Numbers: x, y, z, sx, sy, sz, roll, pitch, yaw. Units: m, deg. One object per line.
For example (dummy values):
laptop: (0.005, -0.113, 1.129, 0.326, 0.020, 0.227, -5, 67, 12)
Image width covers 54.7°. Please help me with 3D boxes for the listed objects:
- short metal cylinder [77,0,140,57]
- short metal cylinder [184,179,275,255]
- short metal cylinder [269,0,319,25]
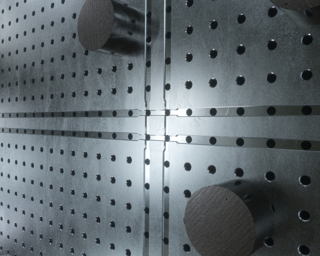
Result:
short metal cylinder: (-0.075, -0.148, 0.453, 0.080, 0.050, 0.079, 0, 90, 39)
short metal cylinder: (0.074, 0.098, 0.331, 0.080, 0.050, 0.079, 0, 90, 39)
short metal cylinder: (0.139, -0.139, 0.278, 0.080, 0.050, 0.079, 0, 90, 39)
